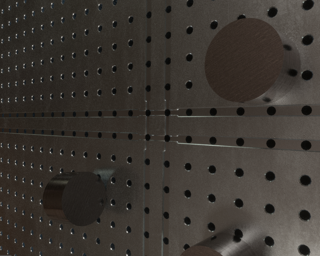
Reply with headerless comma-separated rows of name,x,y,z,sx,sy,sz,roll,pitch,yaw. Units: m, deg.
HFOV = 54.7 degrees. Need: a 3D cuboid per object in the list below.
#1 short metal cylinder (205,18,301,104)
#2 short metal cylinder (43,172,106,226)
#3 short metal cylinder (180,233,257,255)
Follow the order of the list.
short metal cylinder,0.093,-0.065,0.315,0.080,0.050,0.079,0,90,39
short metal cylinder,-0.131,0.108,0.479,0.050,0.081,0.080,-8,85,39
short metal cylinder,0.064,0.162,0.339,0.080,0.050,0.079,0,90,39
